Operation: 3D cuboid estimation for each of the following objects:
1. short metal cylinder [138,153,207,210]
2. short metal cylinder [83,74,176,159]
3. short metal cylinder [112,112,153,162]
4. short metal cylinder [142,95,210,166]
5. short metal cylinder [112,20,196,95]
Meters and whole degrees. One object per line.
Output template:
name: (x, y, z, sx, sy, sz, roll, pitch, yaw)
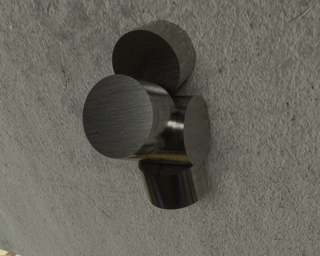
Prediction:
short metal cylinder: (0.017, 0.059, 0.399, 0.080, 0.080, 0.050, 0, 118, 28)
short metal cylinder: (-0.030, -0.011, 0.315, 0.080, 0.050, 0.079, 0, 90, 27)
short metal cylinder: (-0.025, 0.001, 0.386, 0.050, 0.080, 0.079, 1, 119, 27)
short metal cylinder: (0.021, 0.002, 0.361, 0.050, 0.080, 0.080, 1, 119, 28)
short metal cylinder: (-0.006, -0.076, 0.348, 0.080, 0.050, 0.079, 13, 124, 20)
